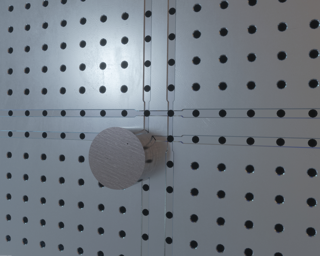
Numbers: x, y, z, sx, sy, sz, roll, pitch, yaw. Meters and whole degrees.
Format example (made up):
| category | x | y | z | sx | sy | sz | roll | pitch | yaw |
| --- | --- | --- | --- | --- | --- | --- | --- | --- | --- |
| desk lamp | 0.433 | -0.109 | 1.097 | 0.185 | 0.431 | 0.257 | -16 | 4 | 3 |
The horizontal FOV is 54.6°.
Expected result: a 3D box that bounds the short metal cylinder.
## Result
| category | x | y | z | sx | sy | sz | roll | pitch | yaw |
| --- | --- | --- | --- | --- | --- | --- | --- | --- | --- |
| short metal cylinder | -0.047 | 0.038 | 0.417 | 0.080 | 0.050 | 0.080 | 0 | 90 | 20 |
